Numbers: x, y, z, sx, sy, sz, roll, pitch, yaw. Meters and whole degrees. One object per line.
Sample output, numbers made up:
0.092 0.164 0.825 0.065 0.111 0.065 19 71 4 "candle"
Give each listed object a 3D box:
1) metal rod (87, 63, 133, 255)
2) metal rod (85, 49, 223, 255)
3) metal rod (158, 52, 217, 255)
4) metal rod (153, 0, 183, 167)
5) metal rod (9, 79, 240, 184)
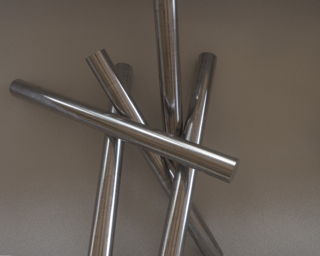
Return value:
-0.057 0.056 0.349 0.025 0.025 0.299 3 65 0 "metal rod"
0.000 0.044 0.378 0.025 0.025 0.299 -30 102 0 "metal rod"
0.032 0.040 0.355 0.025 0.025 0.299 14 67 0 "metal rod"
0.011 -0.061 0.349 0.025 0.025 0.298 -5 116 0 "metal rod"
-0.059 -0.006 0.350 0.301 0.025 0.025 20 90 24 "metal rod"
